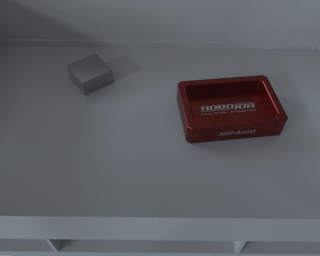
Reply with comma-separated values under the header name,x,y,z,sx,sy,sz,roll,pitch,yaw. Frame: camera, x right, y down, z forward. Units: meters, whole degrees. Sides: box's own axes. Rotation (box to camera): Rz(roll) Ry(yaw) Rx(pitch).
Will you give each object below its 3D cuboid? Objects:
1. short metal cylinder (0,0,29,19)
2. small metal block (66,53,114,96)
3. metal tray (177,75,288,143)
name,x,y,z,sx,sy,sz,roll,pitch,yaw
short metal cylinder,-0.289,-0.254,0.582,0.081,0.080,0.050,-11,51,-10
small metal block,-0.106,-0.083,0.473,0.050,0.025,0.050,-30,56,-23
metal tray,0.094,-0.028,0.426,0.131,0.030,0.090,-5,50,-5
